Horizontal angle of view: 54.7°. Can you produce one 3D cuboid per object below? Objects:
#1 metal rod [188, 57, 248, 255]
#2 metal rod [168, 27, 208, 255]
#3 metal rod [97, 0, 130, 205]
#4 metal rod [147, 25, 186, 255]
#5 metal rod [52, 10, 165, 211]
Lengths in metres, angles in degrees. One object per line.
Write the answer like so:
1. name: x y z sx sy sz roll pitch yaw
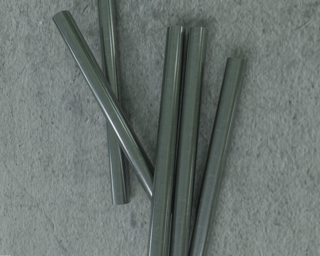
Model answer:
1. metal rod: 0.065 0.063 0.385 0.025 0.025 0.298 12 94 19
2. metal rod: 0.034 0.025 0.386 0.025 0.025 0.298 5 88 19
3. metal rod: -0.065 -0.046 0.430 0.025 0.025 0.298 -5 88 19
4. metal rod: 0.008 0.020 0.386 0.025 0.025 0.298 3 84 19
5. metal rod: -0.058 -0.014 0.404 0.025 0.025 0.299 -28 90 17
